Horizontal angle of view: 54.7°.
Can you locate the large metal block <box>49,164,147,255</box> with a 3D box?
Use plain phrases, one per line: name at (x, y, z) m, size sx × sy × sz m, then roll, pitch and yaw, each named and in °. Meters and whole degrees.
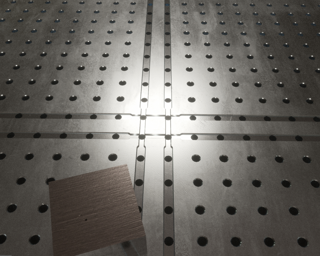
large metal block at (-0.063, 0.091, 0.314) m, size 0.081 × 0.050 × 0.080 m, roll -12°, pitch 51°, yaw -11°
